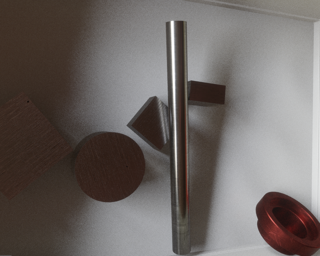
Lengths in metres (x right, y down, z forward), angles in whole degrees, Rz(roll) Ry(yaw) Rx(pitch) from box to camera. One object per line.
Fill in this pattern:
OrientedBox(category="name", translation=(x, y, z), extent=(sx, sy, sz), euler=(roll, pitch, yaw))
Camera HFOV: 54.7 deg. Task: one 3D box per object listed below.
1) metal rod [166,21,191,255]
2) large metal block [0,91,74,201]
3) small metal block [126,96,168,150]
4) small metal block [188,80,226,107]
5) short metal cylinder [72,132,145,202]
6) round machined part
OrientedBox(category="metal rod", translation=(0.025, 0.020, 0.396), extent=(0.025, 0.025, 0.298), euler=(-6, 101, -20))
OrientedBox(category="large metal block", translation=(-0.156, 0.018, 0.340), extent=(0.080, 0.050, 0.080), euler=(-41, 103, -16))
OrientedBox(category="small metal block", translation=(-0.007, -0.006, 0.409), extent=(0.050, 0.025, 0.050), euler=(42, 77, -16))
OrientedBox(category="small metal block", translation=(0.053, -0.045, 0.418), extent=(0.050, 0.050, 0.025), euler=(5, 89, -20))
OrientedBox(category="short metal cylinder", translation=(-0.064, 0.044, 0.374), extent=(0.081, 0.050, 0.079), euler=(0, 90, -21))
OrientedBox(category="round machined part", translation=(0.183, 0.144, 0.452), extent=(0.099, 0.098, 0.042), euler=(15, 121, -20))
